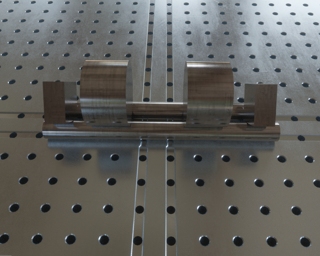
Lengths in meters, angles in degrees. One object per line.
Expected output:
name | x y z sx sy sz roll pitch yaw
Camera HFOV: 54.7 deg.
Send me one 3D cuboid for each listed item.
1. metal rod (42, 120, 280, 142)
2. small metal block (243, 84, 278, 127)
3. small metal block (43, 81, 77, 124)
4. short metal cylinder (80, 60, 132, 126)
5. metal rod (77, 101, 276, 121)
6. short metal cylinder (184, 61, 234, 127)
metal rod | 0.002 0.003 0.405 0.302 0.025 0.025 1 50 0
small metal block | 0.124 -0.030 0.388 0.025 0.050 0.050 0 9 1
small metal block | -0.124 -0.033 0.389 0.025 0.050 0.050 0 8 1
short metal cylinder | -0.062 -0.042 0.379 0.050 0.080 0.080 1 50 0
metal rod | 0.005 -0.023 0.427 0.302 0.025 0.025 1 50 0
short metal cylinder | 0.056 -0.041 0.378 0.050 0.080 0.080 1 50 0
